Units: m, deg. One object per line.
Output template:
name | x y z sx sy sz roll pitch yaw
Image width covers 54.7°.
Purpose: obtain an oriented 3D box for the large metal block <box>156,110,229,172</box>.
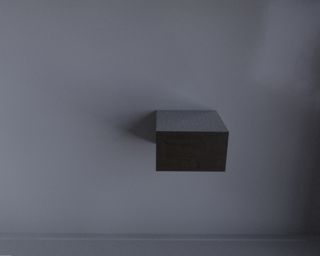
large metal block | 0.036 0.013 0.387 0.081 0.080 0.050 1 110 -1
